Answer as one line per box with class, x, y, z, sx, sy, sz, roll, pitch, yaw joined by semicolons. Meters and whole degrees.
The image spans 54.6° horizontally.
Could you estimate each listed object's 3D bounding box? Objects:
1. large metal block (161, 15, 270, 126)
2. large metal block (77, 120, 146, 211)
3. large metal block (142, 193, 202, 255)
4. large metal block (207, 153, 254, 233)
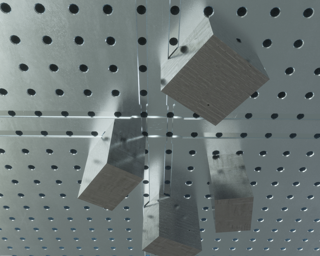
large metal block;0.057;-0.061;0.344;0.080;0.050;0.080;30;124;-23
large metal block;-0.063;0.050;0.418;0.050;0.080;0.080;27;125;-21
large metal block;0.019;0.167;0.517;0.080;0.080;0.050;26;125;-20
large metal block;0.101;0.095;0.457;0.050;0.080;0.080;-6;130;5
